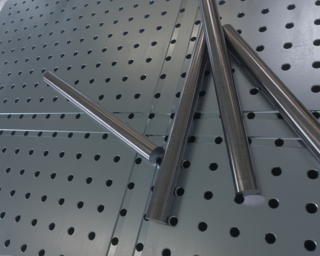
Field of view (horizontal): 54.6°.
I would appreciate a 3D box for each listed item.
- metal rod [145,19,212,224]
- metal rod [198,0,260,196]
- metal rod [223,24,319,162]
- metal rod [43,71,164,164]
[{"bbox_3d":[0.035,-0.027,0.407,0.025,0.025,0.300,3,63,29],"label":"metal rod"},{"bbox_3d":[0.079,-0.065,0.389,0.025,0.025,0.299,-15,61,20],"label":"metal rod"},{"bbox_3d":[0.142,-0.030,0.352,0.025,0.025,0.300,-31,52,8],"label":"metal rod"},{"bbox_3d":[-0.104,-0.029,0.482,0.300,0.025,0.025,33,80,38],"label":"metal rod"}]
